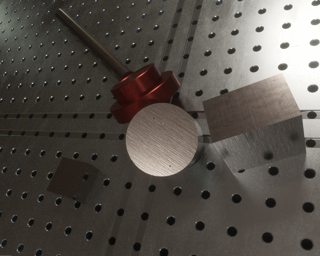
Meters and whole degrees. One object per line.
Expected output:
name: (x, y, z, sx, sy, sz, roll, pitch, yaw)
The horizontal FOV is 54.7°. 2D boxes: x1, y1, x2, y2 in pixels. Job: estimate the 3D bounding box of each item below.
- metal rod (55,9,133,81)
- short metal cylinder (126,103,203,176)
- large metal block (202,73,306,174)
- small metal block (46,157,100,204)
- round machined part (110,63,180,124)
metal rod: (-0.130, -0.160, 0.571, 0.025, 0.025, 0.300, -43, 51, -2)
short metal cylinder: (0.007, 0.014, 0.359, 0.080, 0.050, 0.080, -1, 85, 14)
large metal block: (0.099, 0.000, 0.321, 0.080, 0.080, 0.050, -19, 55, 16)
small metal block: (-0.119, 0.071, 0.425, 0.050, 0.025, 0.050, 8, 65, 31)
round machined part: (-0.026, -0.051, 0.410, 0.098, 0.042, 0.098, -29, 18, 10)
